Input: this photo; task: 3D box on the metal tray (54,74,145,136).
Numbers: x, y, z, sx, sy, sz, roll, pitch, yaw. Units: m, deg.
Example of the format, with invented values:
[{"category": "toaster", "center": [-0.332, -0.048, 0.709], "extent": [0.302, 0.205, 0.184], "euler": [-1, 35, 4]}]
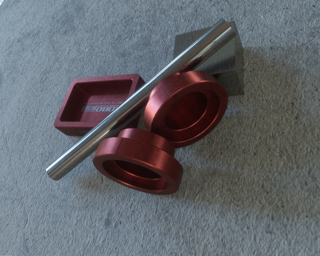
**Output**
[{"category": "metal tray", "center": [-0.089, -0.033, 0.467], "extent": [0.130, 0.030, 0.090], "euler": [1, 62, 28]}]

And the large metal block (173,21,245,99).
[{"category": "large metal block", "center": [0.064, -0.084, 0.406], "extent": [0.080, 0.050, 0.080], "euler": [-7, 58, 24]}]

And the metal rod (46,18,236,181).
[{"category": "metal rod", "center": [-0.036, -0.025, 0.389], "extent": [0.300, 0.025, 0.025], "euler": [-38, 50, 17]}]

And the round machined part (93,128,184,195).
[{"category": "round machined part", "center": [-0.021, 0.035, 0.347], "extent": [0.098, 0.098, 0.042], "euler": [2, 57, 29]}]

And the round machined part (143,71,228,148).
[{"category": "round machined part", "center": [0.026, -0.025, 0.359], "extent": [0.098, 0.098, 0.042], "euler": [-37, 51, 4]}]
